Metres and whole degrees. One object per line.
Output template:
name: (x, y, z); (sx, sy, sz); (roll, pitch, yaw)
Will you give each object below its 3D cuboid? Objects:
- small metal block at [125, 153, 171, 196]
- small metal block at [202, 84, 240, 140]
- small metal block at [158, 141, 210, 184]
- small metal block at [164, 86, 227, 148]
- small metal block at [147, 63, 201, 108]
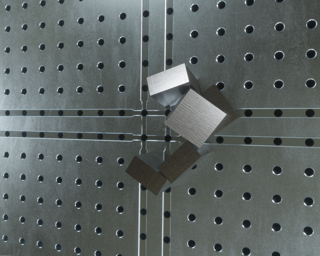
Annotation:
small metal block: (-0.009, 0.058, 0.402); (0.050, 0.050, 0.025); (35, 101, 16)
small metal block: (0.065, -0.019, 0.389); (0.050, 0.025, 0.050); (-37, 79, 16)
small metal block: (0.031, 0.040, 0.388); (0.050, 0.050, 0.025); (-45, 77, 14)
small metal block: (0.040, -0.013, 0.362); (0.050, 0.025, 0.050); (35, 103, -6)
small metal block: (0.018, -0.052, 0.390); (0.050, 0.050, 0.025); (-18, 70, 19)
